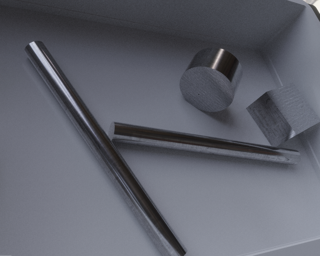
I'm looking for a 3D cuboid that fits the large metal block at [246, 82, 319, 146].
[{"bbox_3d":[0.206,-0.022,0.517,0.081,0.050,0.080,-20,72,-36],"label":"large metal block"}]

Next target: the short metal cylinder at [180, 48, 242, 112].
[{"bbox_3d":[0.075,-0.070,0.456,0.080,0.080,0.050,35,51,-6],"label":"short metal cylinder"}]

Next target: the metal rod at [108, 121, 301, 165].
[{"bbox_3d":[0.078,0.026,0.433,0.302,0.025,0.025,9,58,-24],"label":"metal rod"}]

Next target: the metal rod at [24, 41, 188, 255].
[{"bbox_3d":[-0.068,0.020,0.357,0.025,0.025,0.299,-29,78,-38],"label":"metal rod"}]
